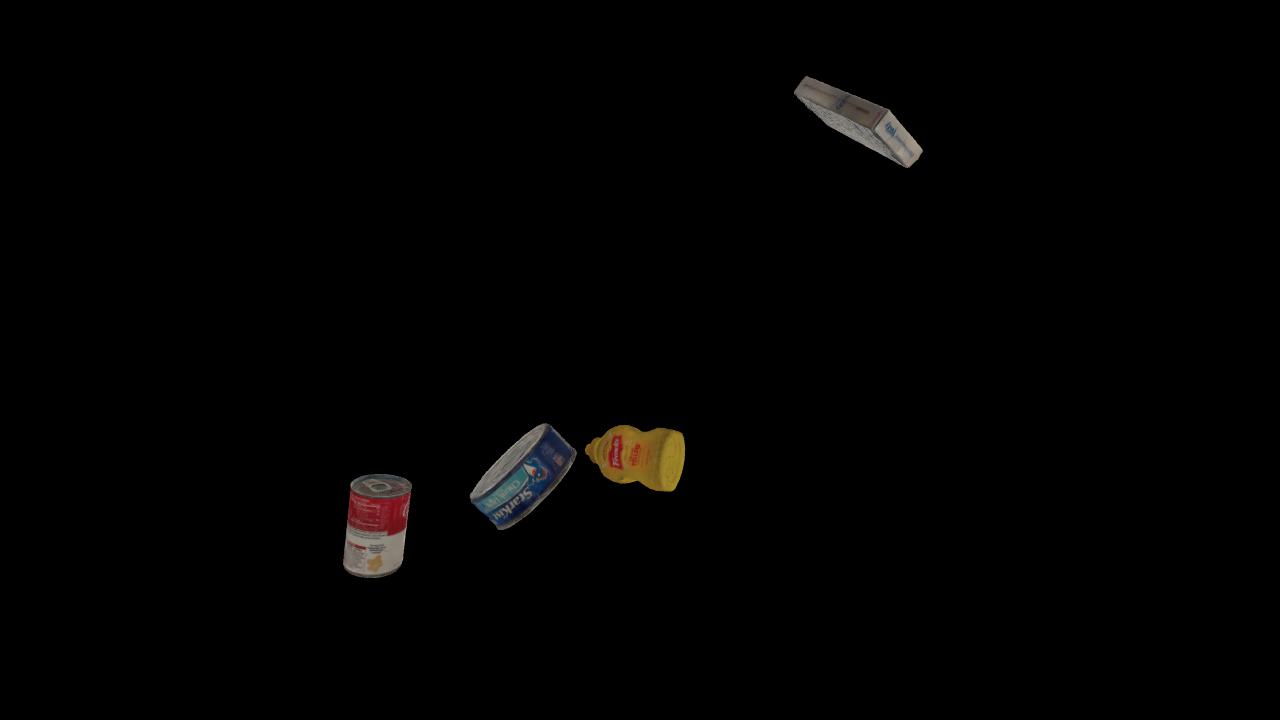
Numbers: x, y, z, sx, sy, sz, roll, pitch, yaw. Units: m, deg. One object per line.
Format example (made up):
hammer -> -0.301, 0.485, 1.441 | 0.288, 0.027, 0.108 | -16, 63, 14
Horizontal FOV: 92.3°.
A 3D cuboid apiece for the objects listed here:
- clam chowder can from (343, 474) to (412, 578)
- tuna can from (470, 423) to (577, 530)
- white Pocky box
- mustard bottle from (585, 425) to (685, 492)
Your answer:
clam chowder can -> -0.311, 0.195, 0.728 | 0.068, 0.102, 0.068 | 10, 8, -1
tuna can -> -0.091, 0.088, 0.477 | 0.084, 0.034, 0.084 | -40, 11, 10
white Pocky box -> 0.249, -0.278, 0.713 | 0.084, 0.028, 0.154 | 23, 23, -37
mustard bottle -> -0.018, 0.146, 0.945 | 0.184, 0.092, 0.054 | 0, -9, 43
